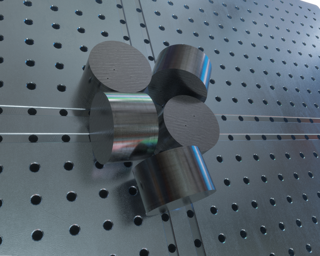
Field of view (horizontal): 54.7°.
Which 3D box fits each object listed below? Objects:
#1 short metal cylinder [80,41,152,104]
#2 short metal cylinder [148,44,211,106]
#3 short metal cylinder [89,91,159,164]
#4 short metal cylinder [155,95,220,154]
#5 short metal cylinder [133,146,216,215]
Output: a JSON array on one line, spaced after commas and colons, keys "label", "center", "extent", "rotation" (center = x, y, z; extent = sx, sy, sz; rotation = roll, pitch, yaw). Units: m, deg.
[{"label": "short metal cylinder", "center": [-0.057, -0.065, 0.400], "extent": [0.081, 0.050, 0.080], "rotation": [13, 57, -20]}, {"label": "short metal cylinder", "center": [0.028, -0.068, 0.429], "extent": [0.080, 0.080, 0.050], "rotation": [25, 52, -13]}, {"label": "short metal cylinder", "center": [-0.043, -0.001, 0.351], "extent": [0.050, 0.080, 0.080], "rotation": [-2, 63, -30]}, {"label": "short metal cylinder", "center": [0.030, 0.004, 0.405], "extent": [0.081, 0.050, 0.080], "rotation": [14, 56, -21]}, {"label": "short metal cylinder", "center": [0.015, 0.059, 0.344], "extent": [0.081, 0.080, 0.050], "rotation": [-7, 66, -31]}]
